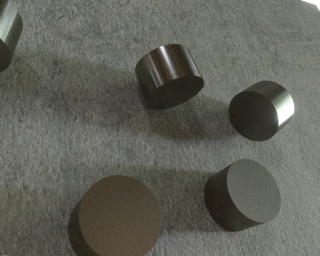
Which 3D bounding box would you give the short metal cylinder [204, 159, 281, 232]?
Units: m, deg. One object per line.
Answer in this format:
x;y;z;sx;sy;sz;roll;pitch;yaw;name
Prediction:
0.104;0.086;0.394;0.081;0.050;0.080;14;56;-21;short metal cylinder

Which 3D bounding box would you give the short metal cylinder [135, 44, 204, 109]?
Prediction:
0.012;-0.067;0.418;0.081;0.080;0.050;-8;66;-32;short metal cylinder

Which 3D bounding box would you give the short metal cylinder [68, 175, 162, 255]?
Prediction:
-0.045;0.093;0.307;0.081;0.050;0.080;14;56;-21;short metal cylinder

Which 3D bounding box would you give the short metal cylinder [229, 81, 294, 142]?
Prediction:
0.153;-0.026;0.469;0.050;0.080;0.080;-30;79;-38;short metal cylinder

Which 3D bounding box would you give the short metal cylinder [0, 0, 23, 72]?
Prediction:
-0.194;-0.103;0.327;0.081;0.080;0.050;14;56;-21;short metal cylinder
